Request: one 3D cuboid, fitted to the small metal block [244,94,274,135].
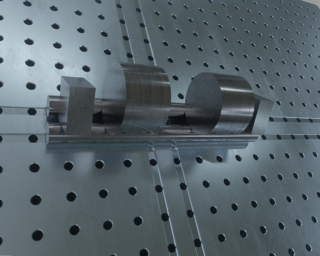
[{"bbox_3d":[0.130,-0.022,0.446,0.025,0.050,0.050,0,21,-28],"label":"small metal block"}]

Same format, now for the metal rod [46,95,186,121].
[{"bbox_3d":[0.005,-0.023,0.425,0.303,0.025,0.025,1,62,-28],"label":"metal rod"}]

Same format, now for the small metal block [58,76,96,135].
[{"bbox_3d":[-0.090,-0.025,0.330,0.025,0.050,0.050,1,20,-28],"label":"small metal block"}]

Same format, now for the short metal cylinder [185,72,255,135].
[{"bbox_3d":[0.075,-0.031,0.404,0.050,0.080,0.080,1,62,-28],"label":"short metal cylinder"}]

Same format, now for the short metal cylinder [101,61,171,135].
[{"bbox_3d":[-0.029,-0.032,0.348,0.050,0.080,0.080,1,62,-28],"label":"short metal cylinder"}]

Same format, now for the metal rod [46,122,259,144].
[{"bbox_3d":[0.010,0.007,0.409,0.303,0.025,0.025,1,62,-28],"label":"metal rod"}]
